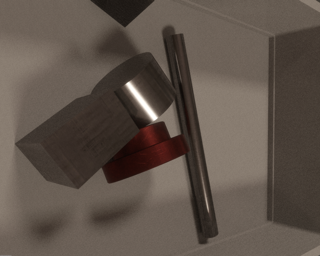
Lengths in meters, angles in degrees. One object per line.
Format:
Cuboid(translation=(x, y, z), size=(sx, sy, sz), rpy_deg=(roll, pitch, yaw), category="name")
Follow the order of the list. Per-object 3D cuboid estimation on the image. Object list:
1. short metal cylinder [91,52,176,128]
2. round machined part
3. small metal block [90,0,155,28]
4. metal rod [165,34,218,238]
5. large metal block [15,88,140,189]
Cuboid(translation=(-0.029, -0.041, 0.348), size=(0.080, 0.080, 0.050), rpy_deg=(-51, 121, -28), category="short metal cylinder")
Cuboid(translation=(-0.019, 0.024, 0.348), size=(0.099, 0.098, 0.042), rpy_deg=(-19, 86, -39), category="round machined part")
Cuboid(translation=(-0.042, -0.152, 0.352), size=(0.050, 0.050, 0.025), rpy_deg=(31, 42, -36), category="small metal block")
Cuboid(translation=(0.048, 0.017, 0.449), size=(0.025, 0.025, 0.298), rpy_deg=(-19, 102, -39), category="metal rod")
Cuboid(translation=(-0.081, 0.009, 0.302), size=(0.080, 0.080, 0.050), rpy_deg=(-45, 114, -31), category="large metal block")
